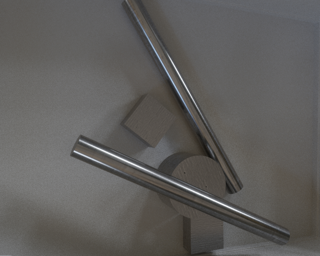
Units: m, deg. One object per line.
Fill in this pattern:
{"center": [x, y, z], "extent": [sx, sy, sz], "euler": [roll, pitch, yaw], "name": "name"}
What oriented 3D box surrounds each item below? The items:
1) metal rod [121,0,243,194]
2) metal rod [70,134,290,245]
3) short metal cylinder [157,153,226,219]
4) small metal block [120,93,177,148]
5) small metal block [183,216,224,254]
{"center": [0.036, -0.038, 0.424], "extent": [0.025, 0.025, 0.299], "euler": [-34, 101, -17], "name": "metal rod"}
{"center": [0.039, 0.082, 0.373], "extent": [0.301, 0.025, 0.025], "euler": [27, 81, -19], "name": "metal rod"}
{"center": [0.039, 0.074, 0.413], "extent": [0.081, 0.050, 0.079], "euler": [0, 90, -20], "name": "short metal cylinder"}
{"center": [-0.015, -0.009, 0.406], "extent": [0.050, 0.025, 0.050], "euler": [40, 77, -16], "name": "small metal block"}
{"center": [0.061, 0.144, 0.435], "extent": [0.050, 0.025, 0.050], "euler": [-1, 91, -21], "name": "small metal block"}
